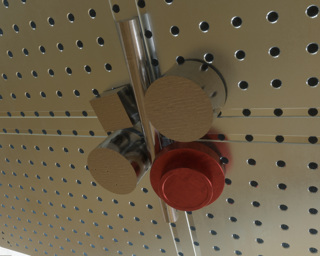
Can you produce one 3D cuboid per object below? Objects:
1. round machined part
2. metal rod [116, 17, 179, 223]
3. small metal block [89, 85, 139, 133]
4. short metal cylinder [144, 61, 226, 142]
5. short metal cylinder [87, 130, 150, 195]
[{"bbox_3d":[0.035,0.069,0.404,0.099,0.042,0.097,4,117,8],"label":"round machined part"},{"bbox_3d":[-0.010,0.008,0.416,0.025,0.025,0.298,3,120,27],"label":"metal rod"},{"bbox_3d":[-0.060,-0.025,0.422,0.050,0.025,0.050,-12,113,33],"label":"small metal block"},{"bbox_3d":[0.029,-0.031,0.355,0.080,0.050,0.079,13,124,21],"label":"short metal cylinder"},{"bbox_3d":[-0.057,0.049,0.450,0.080,0.050,0.079,13,124,21],"label":"short metal cylinder"}]
